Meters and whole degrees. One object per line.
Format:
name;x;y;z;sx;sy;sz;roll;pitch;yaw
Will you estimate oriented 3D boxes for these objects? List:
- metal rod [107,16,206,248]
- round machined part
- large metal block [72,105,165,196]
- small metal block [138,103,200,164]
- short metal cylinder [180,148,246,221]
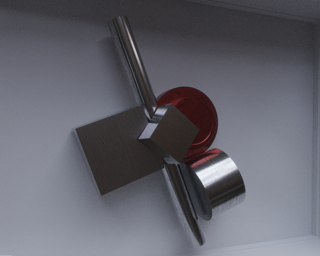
metal rod;-0.002;0.011;0.387;0.025;0.025;0.298;-22;98;-19
round machined part;0.035;-0.007;0.413;0.099;0.042;0.097;0;90;-21
large metal block;-0.052;0.024;0.375;0.081;0.050;0.080;-22;98;-19
small metal block;0.011;0.007;0.363;0.050;0.025;0.050;41;65;-23
short metal cylinder;0.065;0.073;0.405;0.050;0.080;0.080;-22;98;-19
